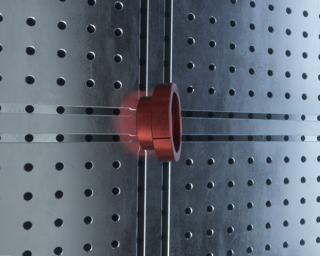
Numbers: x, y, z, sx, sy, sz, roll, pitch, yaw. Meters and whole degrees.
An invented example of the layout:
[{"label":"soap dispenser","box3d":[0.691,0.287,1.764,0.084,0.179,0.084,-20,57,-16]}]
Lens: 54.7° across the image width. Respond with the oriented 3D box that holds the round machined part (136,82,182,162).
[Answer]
[{"label":"round machined part","box3d":[-0.001,-0.006,0.384,0.042,0.098,0.097,-2,91,11]}]
